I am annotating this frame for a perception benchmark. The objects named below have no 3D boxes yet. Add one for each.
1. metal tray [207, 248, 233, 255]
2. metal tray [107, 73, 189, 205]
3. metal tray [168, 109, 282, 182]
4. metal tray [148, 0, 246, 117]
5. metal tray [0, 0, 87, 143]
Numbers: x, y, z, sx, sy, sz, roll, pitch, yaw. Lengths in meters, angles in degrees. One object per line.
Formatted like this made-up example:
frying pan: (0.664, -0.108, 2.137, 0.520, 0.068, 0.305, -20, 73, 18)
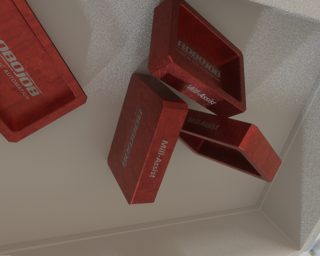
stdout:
metal tray: (0.093, 0.315, 0.656, 0.131, 0.030, 0.089, -12, 124, -22)
metal tray: (-0.020, 0.012, 0.364, 0.030, 0.090, 0.129, 5, 116, -31)
metal tray: (0.076, 0.018, 0.393, 0.090, 0.130, 0.030, 42, 74, -40)
metal tray: (0.047, -0.075, 0.349, 0.131, 0.090, 0.030, 26, 147, -38)
metal tray: (-0.141, -0.058, 0.292, 0.090, 0.030, 0.130, -32, 129, -8)
